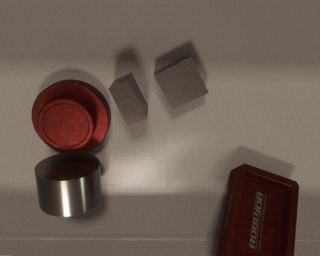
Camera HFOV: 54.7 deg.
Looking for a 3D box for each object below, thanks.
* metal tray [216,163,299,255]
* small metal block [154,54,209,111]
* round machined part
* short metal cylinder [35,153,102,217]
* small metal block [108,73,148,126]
[{"bbox_3d":[0.133,0.123,0.412,0.091,0.030,0.130,20,65,-8],"label":"metal tray"},{"bbox_3d":[0.026,-0.058,0.390,0.050,0.025,0.050,-26,108,9],"label":"small metal block"},{"bbox_3d":[-0.115,-0.010,0.397,0.099,0.042,0.097,0,110,-1],"label":"round machined part"},{"bbox_3d":[-0.119,0.071,0.407,0.081,0.080,0.050,1,110,-1],"label":"short metal cylinder"},{"bbox_3d":[-0.037,-0.037,0.384,0.025,0.050,0.050,-23,109,8],"label":"small metal block"}]
